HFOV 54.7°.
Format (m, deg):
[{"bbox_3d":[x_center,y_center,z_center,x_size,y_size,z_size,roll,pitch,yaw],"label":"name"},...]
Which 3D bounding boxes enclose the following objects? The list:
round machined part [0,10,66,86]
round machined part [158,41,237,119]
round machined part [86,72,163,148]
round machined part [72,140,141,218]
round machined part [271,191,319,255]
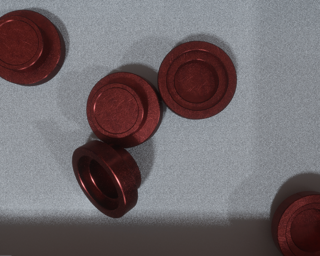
[{"bbox_3d":[-0.178,-0.105,0.401,0.099,0.042,0.097,0,90,0],"label":"round machined part"},{"bbox_3d":[0.046,-0.059,0.403,0.099,0.042,0.097,0,90,-1],"label":"round machined part"},{"bbox_3d":[-0.048,-0.022,0.392,0.098,0.042,0.097,1,94,12],"label":"round machined part"},{"bbox_3d":[-0.062,0.058,0.384,0.042,0.098,0.098,-32,91,-40],"label":"round machined part"},{"bbox_3d":[0.194,0.130,0.404,0.099,0.042,0.097,0,90,0],"label":"round machined part"}]
